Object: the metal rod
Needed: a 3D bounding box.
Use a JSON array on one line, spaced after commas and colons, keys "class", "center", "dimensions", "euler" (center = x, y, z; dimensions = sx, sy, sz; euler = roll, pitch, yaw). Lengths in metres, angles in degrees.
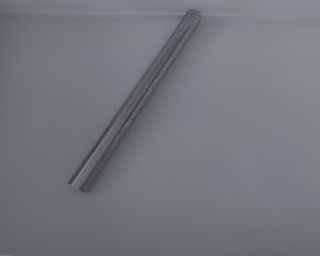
[{"class": "metal rod", "center": [-0.026, -0.047, 0.426], "dimensions": [0.025, 0.025, 0.300], "euler": [29, 72, 10]}]
